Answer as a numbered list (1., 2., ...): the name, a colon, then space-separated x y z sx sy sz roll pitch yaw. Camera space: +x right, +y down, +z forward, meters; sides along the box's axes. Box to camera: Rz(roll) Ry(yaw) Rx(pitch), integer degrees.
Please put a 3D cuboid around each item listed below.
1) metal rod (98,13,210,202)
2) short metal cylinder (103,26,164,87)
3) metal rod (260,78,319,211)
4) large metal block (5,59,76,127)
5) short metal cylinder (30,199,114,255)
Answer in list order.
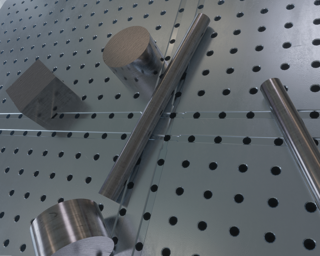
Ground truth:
1. metal rod: 0.000 -0.040 0.432 0.025 0.025 0.300 16 70 34
2. short metal cylinder: -0.041 -0.111 0.482 0.080 0.050 0.080 -13 56 21
3. metal rod: 0.157 0.068 0.283 0.025 0.025 0.299 -23 53 15
4. large metal block: -0.209 -0.062 0.540 0.080 0.050 0.080 -47 51 -5
5. short metal cylinder: -0.099 0.125 0.348 0.080 0.080 0.050 -38 51 3
